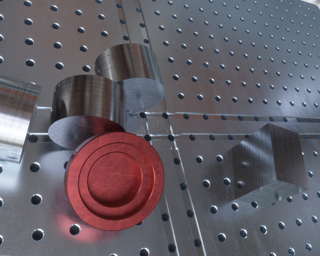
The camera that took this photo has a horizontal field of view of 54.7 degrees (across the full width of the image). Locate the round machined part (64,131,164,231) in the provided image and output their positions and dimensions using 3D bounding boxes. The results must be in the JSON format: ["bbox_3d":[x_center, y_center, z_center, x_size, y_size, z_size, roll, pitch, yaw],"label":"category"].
[{"bbox_3d":[-0.049,0.052,0.322,0.099,0.042,0.097,0,90,-23],"label":"round machined part"}]

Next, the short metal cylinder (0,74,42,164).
[{"bbox_3d":[-0.150,-0.009,0.298,0.050,0.080,0.080,16,56,-20],"label":"short metal cylinder"}]

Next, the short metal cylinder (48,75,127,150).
[{"bbox_3d":[-0.077,-0.013,0.340,0.081,0.080,0.050,10,57,-23],"label":"short metal cylinder"}]

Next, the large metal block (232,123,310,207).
[{"bbox_3d":[0.144,0.052,0.419,0.050,0.080,0.080,17,55,-18],"label":"large metal block"}]

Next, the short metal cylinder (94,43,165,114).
[{"bbox_3d":[-0.039,-0.059,0.388,0.081,0.080,0.050,1,62,-28],"label":"short metal cylinder"}]
